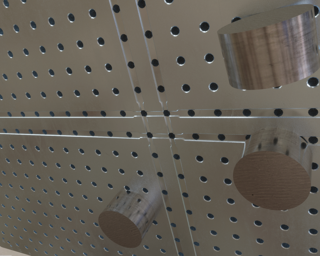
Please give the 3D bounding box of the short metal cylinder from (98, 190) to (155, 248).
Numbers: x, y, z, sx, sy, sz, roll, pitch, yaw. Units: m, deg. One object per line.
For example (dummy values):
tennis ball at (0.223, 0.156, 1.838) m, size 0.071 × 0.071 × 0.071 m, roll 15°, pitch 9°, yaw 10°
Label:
short metal cylinder at (-0.055, 0.152, 0.518) m, size 0.080 × 0.050 × 0.079 m, roll 13°, pitch 124°, yaw 21°

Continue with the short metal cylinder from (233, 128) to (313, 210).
short metal cylinder at (0.130, 0.047, 0.355) m, size 0.080 × 0.050 × 0.079 m, roll 13°, pitch 124°, yaw 21°

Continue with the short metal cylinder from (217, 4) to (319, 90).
short metal cylinder at (0.097, -0.073, 0.279) m, size 0.080 × 0.080 × 0.050 m, roll -5°, pitch 116°, yaw 30°
